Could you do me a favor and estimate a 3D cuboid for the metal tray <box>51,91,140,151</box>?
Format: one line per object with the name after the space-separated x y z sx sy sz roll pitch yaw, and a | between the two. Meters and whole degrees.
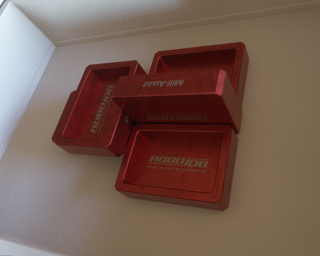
-0.086 -0.012 0.449 0.130 0.030 0.090 1 62 28 | metal tray

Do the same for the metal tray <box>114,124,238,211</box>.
0.019 0.041 0.364 0.130 0.030 0.090 1 62 28 | metal tray

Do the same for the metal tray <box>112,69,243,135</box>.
0.022 -0.026 0.365 0.130 0.090 0.030 1 63 28 | metal tray

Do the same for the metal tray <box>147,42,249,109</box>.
0.046 -0.065 0.416 0.130 0.030 0.090 1 62 28 | metal tray

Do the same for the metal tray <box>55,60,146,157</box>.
-0.077 -0.028 0.417 0.090 0.030 0.130 1 62 28 | metal tray
